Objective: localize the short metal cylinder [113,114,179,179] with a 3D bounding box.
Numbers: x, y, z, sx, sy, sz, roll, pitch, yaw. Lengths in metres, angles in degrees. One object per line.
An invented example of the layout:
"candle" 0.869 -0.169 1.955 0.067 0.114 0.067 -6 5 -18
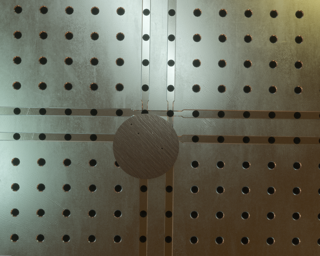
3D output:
"short metal cylinder" -0.017 0.022 0.401 0.080 0.050 0.080 0 90 0
